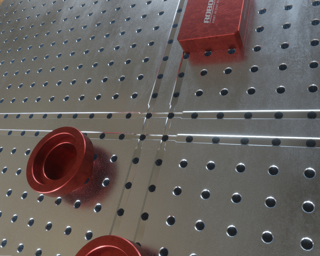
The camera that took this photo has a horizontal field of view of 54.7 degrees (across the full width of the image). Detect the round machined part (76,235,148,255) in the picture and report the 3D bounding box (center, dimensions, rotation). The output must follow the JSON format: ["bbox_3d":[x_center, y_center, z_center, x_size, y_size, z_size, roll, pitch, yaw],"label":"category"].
[{"bbox_3d":[-0.048,0.166,0.320,0.098,0.042,0.098,-13,56,20],"label":"round machined part"}]

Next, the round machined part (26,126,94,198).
[{"bbox_3d":[-0.133,0.050,0.435,0.098,0.042,0.098,-13,56,20],"label":"round machined part"}]

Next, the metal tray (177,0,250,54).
[{"bbox_3d":[0.085,-0.176,0.468,0.090,0.030,0.130,1,62,28],"label":"metal tray"}]
